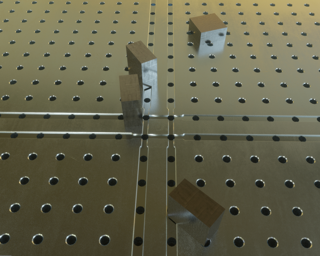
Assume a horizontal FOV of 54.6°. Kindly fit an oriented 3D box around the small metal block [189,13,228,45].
[{"bbox_3d":[0.086,-0.179,0.559,0.050,0.025,0.050,-15,52,-13],"label":"small metal block"}]

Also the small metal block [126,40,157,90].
[{"bbox_3d":[-0.028,-0.096,0.472,0.025,0.050,0.050,-24,54,-19],"label":"small metal block"}]

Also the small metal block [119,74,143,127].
[{"bbox_3d":[-0.039,-0.037,0.423,0.025,0.050,0.050,-6,50,-5],"label":"small metal block"}]

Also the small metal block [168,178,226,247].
[{"bbox_3d":[0.035,0.087,0.319,0.050,0.050,0.025,35,58,26],"label":"small metal block"}]
